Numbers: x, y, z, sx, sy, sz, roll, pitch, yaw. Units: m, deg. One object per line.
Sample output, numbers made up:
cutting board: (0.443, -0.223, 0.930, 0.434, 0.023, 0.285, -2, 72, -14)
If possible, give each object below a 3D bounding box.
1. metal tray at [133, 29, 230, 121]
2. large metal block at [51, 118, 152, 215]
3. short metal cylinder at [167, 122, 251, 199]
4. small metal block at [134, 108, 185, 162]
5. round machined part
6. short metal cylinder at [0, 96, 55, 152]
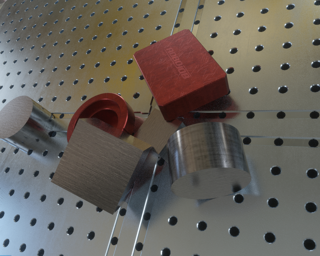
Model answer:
metal tray: (0.024, -0.077, 0.423, 0.090, 0.030, 0.130, -25, 47, 0)
large metal block: (-0.067, 0.041, 0.366, 0.080, 0.050, 0.080, 26, 97, 7)
short metal cylinder: (0.049, 0.037, 0.325, 0.080, 0.080, 0.050, -18, 55, 18)
small metal block: (0.001, 0.008, 0.403, 0.050, 0.025, 0.050, 29, 78, 37)
round machined part: (-0.078, 0.002, 0.437, 0.098, 0.042, 0.098, -13, 56, 21)
short metal cylinder: (-0.225, -0.007, 0.515, 0.080, 0.050, 0.080, -13, 56, 21)
